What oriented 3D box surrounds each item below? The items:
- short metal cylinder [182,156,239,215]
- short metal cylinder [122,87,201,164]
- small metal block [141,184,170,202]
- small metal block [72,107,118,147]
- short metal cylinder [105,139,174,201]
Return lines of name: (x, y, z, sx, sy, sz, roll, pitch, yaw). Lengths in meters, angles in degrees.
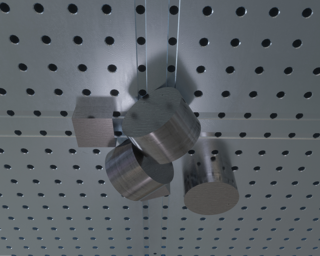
short metal cylinder: (0.075, 0.088, 0.471, 0.081, 0.050, 0.079, 0, 130, 0)
short metal cylinder: (0.002, -0.004, 0.373, 0.080, 0.080, 0.050, -25, 126, 19)
small metal block: (-0.016, 0.085, 0.484, 0.050, 0.025, 0.050, -17, 128, 13)
small metal block: (-0.085, -0.001, 0.410, 0.050, 0.025, 0.050, 0, 130, 0)
short metal cylinder: (-0.027, 0.051, 0.418, 0.050, 0.080, 0.080, -36, 122, 25)
